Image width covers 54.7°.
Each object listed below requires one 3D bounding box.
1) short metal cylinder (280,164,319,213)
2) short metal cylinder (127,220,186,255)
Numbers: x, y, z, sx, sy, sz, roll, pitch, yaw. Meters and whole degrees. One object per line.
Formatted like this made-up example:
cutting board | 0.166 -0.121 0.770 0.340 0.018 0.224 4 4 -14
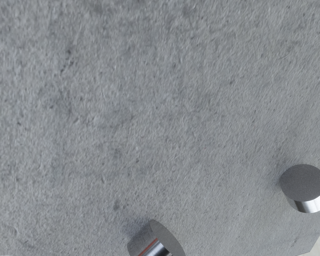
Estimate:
short metal cylinder | 0.282 0.117 0.602 0.080 0.080 0.050 -40 130 -2
short metal cylinder | -0.005 0.193 0.490 0.050 0.080 0.080 -45 130 3
